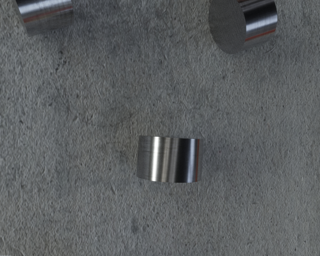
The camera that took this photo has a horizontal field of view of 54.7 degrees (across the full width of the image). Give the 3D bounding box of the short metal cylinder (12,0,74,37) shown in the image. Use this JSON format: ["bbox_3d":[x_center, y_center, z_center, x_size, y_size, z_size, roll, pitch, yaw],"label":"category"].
[{"bbox_3d":[-0.132,-0.144,0.331,0.050,0.080,0.080,-23,98,-18],"label":"short metal cylinder"}]

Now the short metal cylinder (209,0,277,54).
[{"bbox_3d":[0.110,-0.146,0.420,0.050,0.080,0.080,-22,98,-19],"label":"short metal cylinder"}]

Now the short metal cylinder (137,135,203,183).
[{"bbox_3d":[0.012,0.036,0.384,0.081,0.080,0.050,4,89,-20],"label":"short metal cylinder"}]
